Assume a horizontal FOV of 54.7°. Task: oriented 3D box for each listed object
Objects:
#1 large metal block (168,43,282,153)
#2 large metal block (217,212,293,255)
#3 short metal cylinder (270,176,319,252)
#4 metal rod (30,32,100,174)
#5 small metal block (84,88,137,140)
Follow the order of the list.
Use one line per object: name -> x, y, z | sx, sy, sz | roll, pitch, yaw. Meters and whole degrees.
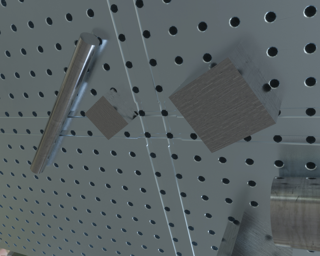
large metal block -> 0.071, -0.031, 0.338 | 0.080, 0.050, 0.080 | -31, 101, 37
large metal block -> 0.126, 0.176, 0.418 | 0.080, 0.080, 0.050 | 34, 129, 5
short metal cylinder -> 0.159, 0.095, 0.351 | 0.050, 0.080, 0.080 | -4, 117, 30
metal rod -> -0.157, -0.019, 0.479 | 0.025, 0.025, 0.298 | 38, 129, 2
small metal block -> -0.069, -0.019, 0.434 | 0.050, 0.025, 0.050 | 49, 128, -7
